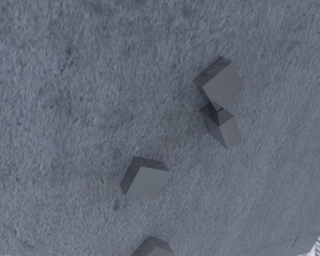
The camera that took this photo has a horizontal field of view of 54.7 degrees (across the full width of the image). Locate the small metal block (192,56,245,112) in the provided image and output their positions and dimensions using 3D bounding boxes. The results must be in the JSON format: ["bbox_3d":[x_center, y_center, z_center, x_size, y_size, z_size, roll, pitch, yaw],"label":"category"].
[{"bbox_3d":[0.080,-0.059,0.416,0.050,0.025,0.050,-40,130,-1],"label":"small metal block"}]

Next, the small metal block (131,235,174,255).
[{"bbox_3d":[-0.013,0.220,0.538,0.050,0.025,0.050,-47,130,4],"label":"small metal block"}]

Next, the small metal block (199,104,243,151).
[{"bbox_3d":[0.086,-0.004,0.437,0.025,0.050,0.050,-34,129,-6],"label":"small metal block"}]

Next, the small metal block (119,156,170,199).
[{"bbox_3d":[-0.022,0.072,0.441,0.050,0.025,0.050,16,110,-35],"label":"small metal block"}]
